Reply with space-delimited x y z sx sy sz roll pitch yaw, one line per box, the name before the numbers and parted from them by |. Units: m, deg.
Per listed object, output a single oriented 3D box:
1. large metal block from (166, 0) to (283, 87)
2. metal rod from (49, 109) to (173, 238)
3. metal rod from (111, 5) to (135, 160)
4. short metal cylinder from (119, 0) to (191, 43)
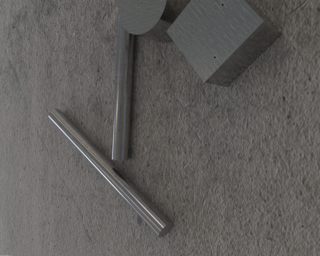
large metal block | 0.067 -0.103 0.334 0.080 0.050 0.080 -46 63 30
metal rod | -0.091 0.054 0.480 0.300 0.025 0.025 38 113 33
metal rod | -0.050 -0.103 0.446 0.025 0.025 0.298 5 93 40
short metal cylinder | -0.006 -0.153 0.394 0.080 0.050 0.080 0 90 40
